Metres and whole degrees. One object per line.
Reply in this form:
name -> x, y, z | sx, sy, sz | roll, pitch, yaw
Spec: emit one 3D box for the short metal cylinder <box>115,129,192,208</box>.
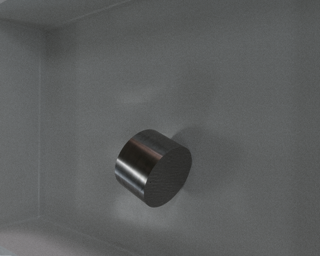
short metal cylinder -> -0.007, 0.048, 0.375 | 0.050, 0.081, 0.079 | 29, 108, 36
